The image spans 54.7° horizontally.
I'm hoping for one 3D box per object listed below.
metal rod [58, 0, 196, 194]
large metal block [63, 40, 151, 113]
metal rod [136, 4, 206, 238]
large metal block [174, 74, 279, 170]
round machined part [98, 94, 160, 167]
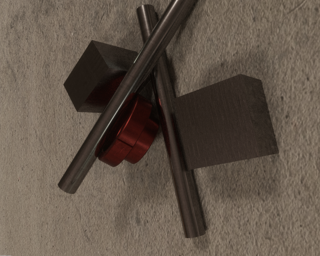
[{"bbox_3d":[-0.040,-0.047,0.386,0.025,0.025,0.299,36,97,33],"label":"metal rod"},{"bbox_3d":[-0.071,-0.065,0.425,0.080,0.081,0.050,-46,63,30],"label":"large metal block"},{"bbox_3d":[0.011,-0.016,0.393,0.025,0.025,0.299,-20,78,38],"label":"metal rod"},{"bbox_3d":[0.069,-0.003,0.330,0.080,0.050,0.080,-17,79,38],"label":"large metal block"},{"bbox_3d":[-0.036,0.007,0.400,0.098,0.042,0.098,-52,17,24],"label":"round machined part"}]
